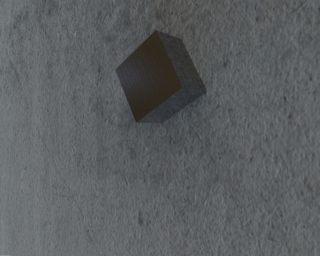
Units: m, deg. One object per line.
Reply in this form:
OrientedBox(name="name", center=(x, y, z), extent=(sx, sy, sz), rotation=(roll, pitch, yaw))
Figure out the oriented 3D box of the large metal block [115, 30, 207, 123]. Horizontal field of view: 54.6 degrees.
OrientedBox(name="large metal block", center=(-0.001, -0.060, 0.390), extent=(0.080, 0.050, 0.080), rotation=(-35, 68, 34))
